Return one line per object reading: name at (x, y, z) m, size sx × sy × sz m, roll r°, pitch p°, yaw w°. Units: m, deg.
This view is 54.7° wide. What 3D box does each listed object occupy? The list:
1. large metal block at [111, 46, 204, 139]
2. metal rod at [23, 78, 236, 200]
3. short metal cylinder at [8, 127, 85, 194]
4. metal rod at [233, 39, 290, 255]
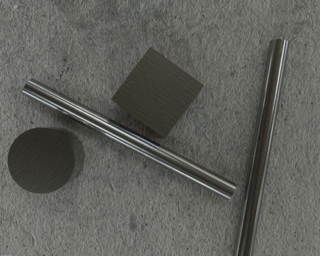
large metal block at (-0.003, -0.043, 0.397) m, size 0.080 × 0.050 × 0.080 m, roll 36°, pitch 90°, yaw 0°
metal rod at (-0.039, 0.015, 0.409) m, size 0.301 × 0.025 × 0.025 m, roll 27°, pitch 90°, yaw 0°
short metal cylinder at (-0.142, 0.039, 0.396) m, size 0.081 × 0.050 × 0.080 m, roll 0°, pitch 90°, yaw 0°
metal rod at (0.133, 0.033, 0.411) m, size 0.025 × 0.025 × 0.298 m, roll 10°, pitch 90°, yaw 0°
